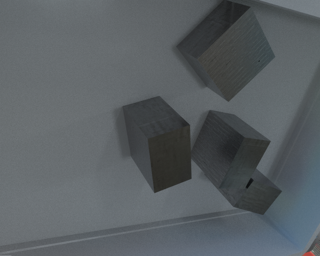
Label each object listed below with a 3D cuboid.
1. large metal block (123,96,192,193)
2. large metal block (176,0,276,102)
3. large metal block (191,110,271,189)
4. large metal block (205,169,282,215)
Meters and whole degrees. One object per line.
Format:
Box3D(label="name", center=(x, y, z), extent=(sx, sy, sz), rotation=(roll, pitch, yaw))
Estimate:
Box3D(label="large metal block", center=(-0.004, 0.018, 0.382), extent=(0.050, 0.080, 0.079), rotation=(-18, 126, -18))
Box3D(label="large metal block", center=(0.081, -0.093, 0.379), extent=(0.080, 0.050, 0.080), rotation=(-44, 129, 2))
Box3D(label="large metal block", center=(0.096, 0.030, 0.444), extent=(0.050, 0.080, 0.079), rotation=(8, 114, -32))
Box3D(label="large metal block", center=(0.133, 0.088, 0.500), extent=(0.080, 0.080, 0.050), rotation=(23, 106, -37))
